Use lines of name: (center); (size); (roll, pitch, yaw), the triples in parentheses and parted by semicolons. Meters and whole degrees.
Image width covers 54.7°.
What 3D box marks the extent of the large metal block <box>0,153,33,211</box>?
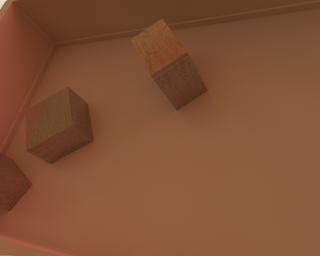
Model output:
large metal block: (-0.253, 0.070, 0.461); (0.080, 0.080, 0.050); (32, 80, 38)

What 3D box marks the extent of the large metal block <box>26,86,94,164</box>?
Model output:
large metal block: (-0.154, -0.004, 0.474); (0.080, 0.050, 0.080); (-27, 52, 11)

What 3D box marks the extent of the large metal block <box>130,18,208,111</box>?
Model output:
large metal block: (0.013, -0.084, 0.415); (0.050, 0.080, 0.080); (-33, 52, 7)
